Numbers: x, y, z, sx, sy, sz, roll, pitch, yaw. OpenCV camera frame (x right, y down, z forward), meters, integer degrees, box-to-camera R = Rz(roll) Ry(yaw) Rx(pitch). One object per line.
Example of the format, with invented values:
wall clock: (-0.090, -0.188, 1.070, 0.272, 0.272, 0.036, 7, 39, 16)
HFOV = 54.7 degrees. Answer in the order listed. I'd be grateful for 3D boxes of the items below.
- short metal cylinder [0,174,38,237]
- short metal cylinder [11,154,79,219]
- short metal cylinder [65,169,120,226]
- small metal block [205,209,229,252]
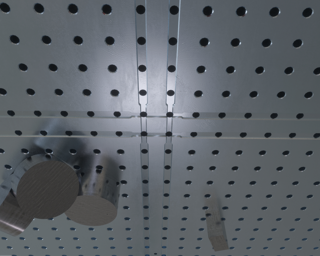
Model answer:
short metal cylinder: (-0.224, 0.117, 0.473, 0.080, 0.080, 0.050, -35, 122, 26)
short metal cylinder: (-0.161, 0.080, 0.434, 0.081, 0.050, 0.079, -5, 98, -32)
short metal cylinder: (-0.105, 0.110, 0.488, 0.081, 0.050, 0.079, 0, 130, 0)
small metal block: (0.101, 0.183, 0.552, 0.025, 0.050, 0.050, -15, 129, 12)
